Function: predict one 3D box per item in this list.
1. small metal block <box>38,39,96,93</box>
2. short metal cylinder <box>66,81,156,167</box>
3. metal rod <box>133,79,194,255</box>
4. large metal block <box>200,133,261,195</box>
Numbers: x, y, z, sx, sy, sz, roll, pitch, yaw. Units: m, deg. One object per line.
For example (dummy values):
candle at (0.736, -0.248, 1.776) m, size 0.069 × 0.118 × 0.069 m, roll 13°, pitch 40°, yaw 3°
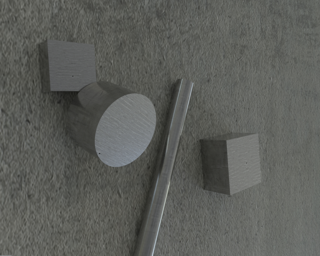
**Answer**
small metal block at (-0.096, -0.063, 0.325) m, size 0.050 × 0.025 × 0.050 m, roll -5°, pitch 94°, yaw -40°
short metal cylinder at (-0.050, -0.005, 0.331) m, size 0.081 × 0.050 × 0.079 m, roll -26°, pitch 128°, yaw -39°
metal rod at (0.000, 0.078, 0.406) m, size 0.025 × 0.025 × 0.299 m, roll 23°, pitch 75°, yaw -38°
large metal block at (0.112, 0.052, 0.485) m, size 0.081 × 0.050 × 0.079 m, roll -9°, pitch 96°, yaw -40°
